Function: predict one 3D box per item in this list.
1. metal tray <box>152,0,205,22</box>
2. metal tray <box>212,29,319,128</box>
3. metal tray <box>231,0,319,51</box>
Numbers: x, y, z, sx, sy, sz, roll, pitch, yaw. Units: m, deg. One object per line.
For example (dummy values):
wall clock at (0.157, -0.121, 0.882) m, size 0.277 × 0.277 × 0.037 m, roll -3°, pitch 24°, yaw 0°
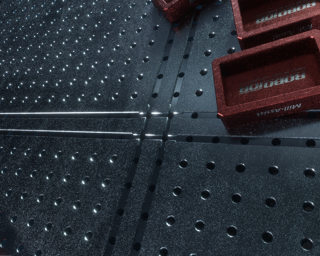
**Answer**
metal tray at (0.050, -0.248, 0.529) m, size 0.130 × 0.030 × 0.090 m, roll -34°, pitch 52°, yaw 5°
metal tray at (0.133, -0.058, 0.370) m, size 0.130 × 0.030 × 0.090 m, roll -13°, pitch 56°, yaw 20°
metal tray at (0.167, -0.159, 0.414) m, size 0.130 × 0.030 × 0.090 m, roll -13°, pitch 56°, yaw 20°
